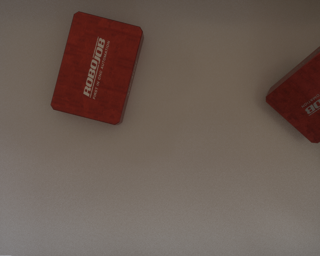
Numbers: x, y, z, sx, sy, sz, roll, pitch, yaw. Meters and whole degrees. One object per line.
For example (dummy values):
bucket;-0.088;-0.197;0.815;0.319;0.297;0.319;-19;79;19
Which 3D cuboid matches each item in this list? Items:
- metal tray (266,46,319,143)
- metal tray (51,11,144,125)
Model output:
metal tray;0.206;-0.049;0.369;0.090;0.030;0.129;42;134;0
metal tray;-0.080;-0.076;0.408;0.090;0.030;0.129;14;90;0
